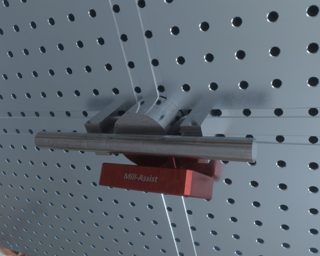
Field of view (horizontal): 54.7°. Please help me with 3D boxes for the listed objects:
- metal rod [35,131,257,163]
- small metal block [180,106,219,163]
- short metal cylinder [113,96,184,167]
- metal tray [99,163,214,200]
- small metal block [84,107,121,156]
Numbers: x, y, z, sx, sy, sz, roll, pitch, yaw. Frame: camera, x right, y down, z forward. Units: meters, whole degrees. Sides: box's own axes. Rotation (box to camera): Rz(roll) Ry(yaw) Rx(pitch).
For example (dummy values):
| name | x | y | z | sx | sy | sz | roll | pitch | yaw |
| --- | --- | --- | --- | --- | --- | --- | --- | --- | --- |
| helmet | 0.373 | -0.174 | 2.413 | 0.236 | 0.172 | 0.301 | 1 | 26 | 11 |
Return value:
| name | x | y | z | sx | sy | sz | roll | pitch | yaw |
| --- | --- | --- | --- | --- | --- | --- | --- | --- | --- |
| metal rod | -0.039 | 0.020 | 0.379 | 0.300 | 0.025 | 0.025 | 1 | 119 | 28 |
| small metal block | 0.050 | 0.007 | 0.374 | 0.025 | 0.050 | 0.050 | -1 | 118 | 29 |
| short metal cylinder | -0.013 | 0.005 | 0.405 | 0.080 | 0.050 | 0.079 | 13 | 124 | 21 |
| metal tray | -0.004 | 0.072 | 0.419 | 0.130 | 0.090 | 0.030 | 1 | 76 | 28 |
| small metal block | -0.074 | 0.004 | 0.437 | 0.025 | 0.050 | 0.050 | -1 | 118 | 29 |
